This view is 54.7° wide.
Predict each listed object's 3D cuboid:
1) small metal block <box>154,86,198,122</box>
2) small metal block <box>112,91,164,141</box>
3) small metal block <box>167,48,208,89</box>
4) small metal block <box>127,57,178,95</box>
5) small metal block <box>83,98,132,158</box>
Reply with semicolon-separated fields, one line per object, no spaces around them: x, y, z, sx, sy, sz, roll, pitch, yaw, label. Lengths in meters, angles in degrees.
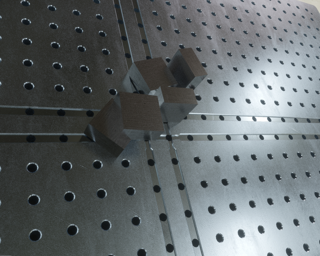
0.015;-0.031;0.420;0.050;0.050;0.025;1;62;-28;small metal block
-0.027;-0.014;0.371;0.050;0.025;0.050;4;60;-27;small metal block
0.037;-0.084;0.465;0.025;0.050;0.050;-16;71;-35;small metal block
-0.010;-0.072;0.448;0.050;0.025;0.050;-20;72;-36;small metal block
-0.056;-0.001;0.380;0.050;0.025;0.050;37;51;-4;small metal block
